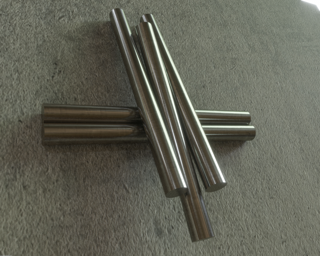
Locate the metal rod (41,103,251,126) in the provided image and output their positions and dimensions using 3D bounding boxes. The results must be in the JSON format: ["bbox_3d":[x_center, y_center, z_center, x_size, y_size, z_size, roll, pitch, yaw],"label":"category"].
[{"bbox_3d":[0.002,-0.015,0.418,0.303,0.025,0.025,0,62,-29],"label":"metal rod"}]

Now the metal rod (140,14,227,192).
[{"bbox_3d":[0.021,-0.054,0.424,0.025,0.025,0.299,0,54,-29],"label":"metal rod"}]

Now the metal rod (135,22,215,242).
[{"bbox_3d":[0.011,-0.014,0.388,0.025,0.025,0.299,0,62,-29],"label":"metal rod"}]

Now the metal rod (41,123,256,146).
[{"bbox_3d":[0.006,0.007,0.407,0.303,0.025,0.025,0,62,-29],"label":"metal rod"}]

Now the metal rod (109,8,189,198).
[{"bbox_3d":[-0.024,-0.053,0.399,0.025,0.025,0.299,0,54,-29],"label":"metal rod"}]
